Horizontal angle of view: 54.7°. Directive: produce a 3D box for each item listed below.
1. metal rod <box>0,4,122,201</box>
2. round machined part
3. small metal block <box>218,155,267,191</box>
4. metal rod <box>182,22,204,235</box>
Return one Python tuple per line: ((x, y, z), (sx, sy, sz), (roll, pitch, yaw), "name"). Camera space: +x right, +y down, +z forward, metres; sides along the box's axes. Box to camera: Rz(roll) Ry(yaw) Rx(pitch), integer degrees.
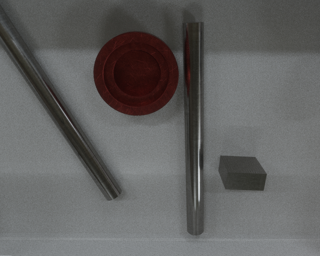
((-0.135, -0.028, 0.399), (0.025, 0.025, 0.299), (-26, 108, 9), "metal rod")
((-0.028, -0.067, 0.377), (0.099, 0.042, 0.097), (0, 110, -1), "round machined part")
((0.111, 0.061, 0.422), (0.050, 0.050, 0.025), (3, 110, -2), "small metal block")
((0.046, 0.015, 0.417), (0.025, 0.025, 0.298), (-3, 110, 0), "metal rod")
